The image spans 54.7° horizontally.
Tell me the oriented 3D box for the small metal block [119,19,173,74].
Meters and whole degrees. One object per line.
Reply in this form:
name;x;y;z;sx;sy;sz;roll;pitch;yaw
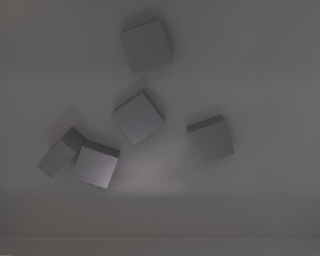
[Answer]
small metal block;-0.016;-0.099;0.375;0.050;0.025;0.050;-17;109;6

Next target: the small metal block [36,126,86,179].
small metal block;-0.129;0.031;0.408;0.050;0.050;0.025;-43;105;14

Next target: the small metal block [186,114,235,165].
small metal block;0.068;0.016;0.418;0.050;0.025;0.050;-20;109;7

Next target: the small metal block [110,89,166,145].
small metal block;-0.028;-0.015;0.405;0.050;0.025;0.050;-34;107;11

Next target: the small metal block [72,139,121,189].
small metal block;-0.088;0.050;0.429;0.050;0.025;0.050;20;109;-8
